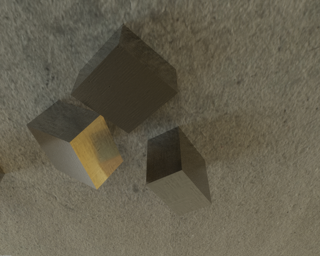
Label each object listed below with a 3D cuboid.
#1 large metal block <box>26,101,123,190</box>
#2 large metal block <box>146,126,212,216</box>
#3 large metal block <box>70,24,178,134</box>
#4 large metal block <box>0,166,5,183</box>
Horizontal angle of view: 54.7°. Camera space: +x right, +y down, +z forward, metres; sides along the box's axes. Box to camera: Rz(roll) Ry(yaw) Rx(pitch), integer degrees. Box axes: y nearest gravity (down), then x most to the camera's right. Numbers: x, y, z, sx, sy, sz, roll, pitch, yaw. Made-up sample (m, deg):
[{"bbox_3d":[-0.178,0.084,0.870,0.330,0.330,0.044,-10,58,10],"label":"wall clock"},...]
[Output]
[{"bbox_3d":[-0.102,0.020,0.382,0.080,0.050,0.080,16,140,34],"label":"large metal block"},{"bbox_3d":[0.025,0.059,0.422,0.050,0.080,0.080,-26,126,20],"label":"large metal block"},{"bbox_3d":[-0.038,-0.052,0.346,0.080,0.050,0.080,36,121,-27],"label":"large metal block"},{"bbox_3d":[-0.283,0.080,0.435,0.081,0.080,0.050,-2,130,1],"label":"large metal block"}]
